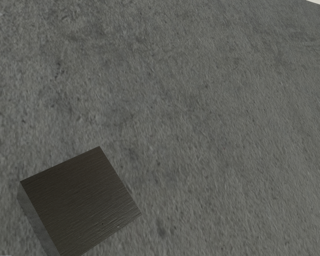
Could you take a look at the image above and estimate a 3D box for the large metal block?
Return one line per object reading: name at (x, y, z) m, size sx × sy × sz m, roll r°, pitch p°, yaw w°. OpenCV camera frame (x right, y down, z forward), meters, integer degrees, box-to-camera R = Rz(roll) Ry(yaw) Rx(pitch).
large metal block at (-0.078, 0.076, 0.299) m, size 0.081 × 0.050 × 0.080 m, roll -25°, pitch 76°, yaw -37°
